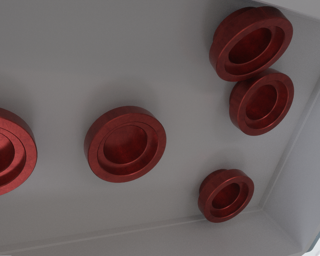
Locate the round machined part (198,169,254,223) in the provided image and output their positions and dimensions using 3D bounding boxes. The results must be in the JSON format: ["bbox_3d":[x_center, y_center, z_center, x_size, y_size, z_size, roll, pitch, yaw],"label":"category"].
[{"bbox_3d":[0.106,0.108,0.522,0.099,0.042,0.097,-14,124,-21],"label":"round machined part"}]

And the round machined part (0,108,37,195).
[{"bbox_3d":[-0.179,0.020,0.312,0.099,0.042,0.097,-14,124,-21],"label":"round machined part"}]

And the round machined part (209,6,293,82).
[{"bbox_3d":[0.104,-0.105,0.374,0.099,0.042,0.098,-18,150,-10],"label":"round machined part"}]

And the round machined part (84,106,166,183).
[{"bbox_3d":[-0.045,0.016,0.383,0.099,0.042,0.097,-14,124,-21],"label":"round machined part"}]

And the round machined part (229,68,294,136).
[{"bbox_3d":[0.141,-0.041,0.449,0.099,0.042,0.097,-14,124,-21],"label":"round machined part"}]
